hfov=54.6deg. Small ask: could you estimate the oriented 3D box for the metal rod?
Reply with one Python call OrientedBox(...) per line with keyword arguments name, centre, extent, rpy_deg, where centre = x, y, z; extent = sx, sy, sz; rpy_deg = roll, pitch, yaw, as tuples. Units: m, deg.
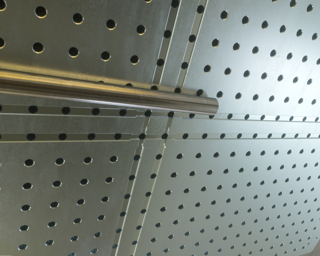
OrientedBox(name="metal rod", centre=(-0.057, -0.038, 0.355), extent=(0.302, 0.025, 0.025), rpy_deg=(4, 117, -30))
